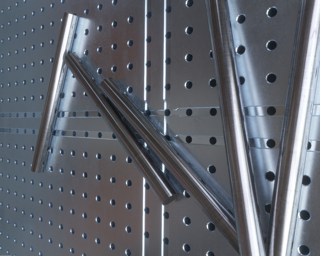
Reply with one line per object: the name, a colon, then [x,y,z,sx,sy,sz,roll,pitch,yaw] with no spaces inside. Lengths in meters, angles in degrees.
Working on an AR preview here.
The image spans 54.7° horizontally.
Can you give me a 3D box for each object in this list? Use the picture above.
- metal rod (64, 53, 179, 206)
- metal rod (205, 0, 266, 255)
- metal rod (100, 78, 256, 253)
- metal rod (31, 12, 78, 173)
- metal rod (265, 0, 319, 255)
metal rod: [-0.069,-0.013,0.463,0.300,0.025,0.025,52,120,27]
metal rod: [0.078,-0.010,0.330,0.025,0.025,0.298,-14,77,39]
metal rod: [0.007,0.031,0.401,0.300,0.025,0.025,48,118,29]
metal rod: [-0.195,-0.057,0.566,0.025,0.025,0.298,27,107,36]
metal rod: [0.129,0.021,0.301,0.025,0.025,0.298,10,96,39]
